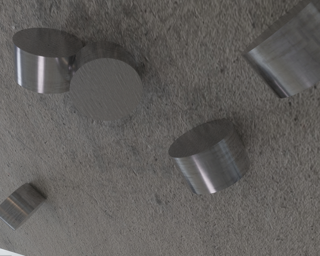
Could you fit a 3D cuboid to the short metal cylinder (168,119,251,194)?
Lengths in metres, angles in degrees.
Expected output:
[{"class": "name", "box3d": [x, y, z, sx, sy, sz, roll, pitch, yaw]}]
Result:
[{"class": "short metal cylinder", "box3d": [0.057, 0.032, 0.361, 0.080, 0.080, 0.050, -17, 109, 35]}]

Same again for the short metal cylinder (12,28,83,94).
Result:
[{"class": "short metal cylinder", "box3d": [-0.141, -0.086, 0.392, 0.080, 0.080, 0.050, 26, 128, 12]}]

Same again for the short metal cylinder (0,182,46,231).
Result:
[{"class": "short metal cylinder", "box3d": [-0.274, 0.155, 0.612, 0.050, 0.080, 0.080, 43, 129, -2]}]

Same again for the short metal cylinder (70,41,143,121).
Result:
[{"class": "short metal cylinder", "box3d": [-0.064, -0.055, 0.366, 0.081, 0.050, 0.079, -7, 127, -9]}]

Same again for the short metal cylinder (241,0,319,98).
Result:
[{"class": "short metal cylinder", "box3d": [0.118, -0.071, 0.265, 0.050, 0.080, 0.080, 48, 129, -5]}]
